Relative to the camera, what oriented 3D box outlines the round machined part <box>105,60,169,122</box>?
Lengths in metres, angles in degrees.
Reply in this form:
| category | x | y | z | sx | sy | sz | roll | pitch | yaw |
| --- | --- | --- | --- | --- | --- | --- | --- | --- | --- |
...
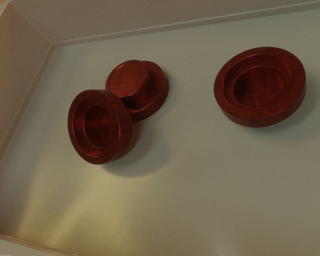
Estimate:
| category | x | y | z | sx | sy | sz | roll | pitch | yaw |
| --- | --- | --- | --- | --- | --- | --- | --- | --- | --- |
| round machined part | -0.040 | -0.060 | 0.451 | 0.098 | 0.042 | 0.098 | -13 | 56 | 20 |

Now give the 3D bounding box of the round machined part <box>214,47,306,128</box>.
| category | x | y | z | sx | sy | sz | roll | pitch | yaw |
| --- | --- | --- | --- | --- | --- | --- | --- | --- | --- |
| round machined part | 0.116 | -0.043 | 0.360 | 0.098 | 0.042 | 0.098 | -13 | 56 | 20 |

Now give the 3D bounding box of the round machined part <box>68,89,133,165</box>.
| category | x | y | z | sx | sy | sz | roll | pitch | yaw |
| --- | --- | --- | --- | --- | --- | --- | --- | --- | --- |
| round machined part | -0.075 | -0.003 | 0.415 | 0.098 | 0.042 | 0.097 | 6 | 100 | 35 |
